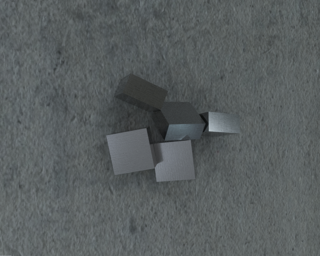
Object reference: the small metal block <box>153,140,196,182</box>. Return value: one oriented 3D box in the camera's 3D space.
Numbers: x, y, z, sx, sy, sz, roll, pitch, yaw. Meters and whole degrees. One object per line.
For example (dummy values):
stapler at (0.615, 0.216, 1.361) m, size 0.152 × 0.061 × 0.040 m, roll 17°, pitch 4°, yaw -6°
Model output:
small metal block at (0.020, 0.041, 0.405) m, size 0.050 × 0.025 × 0.050 m, roll -6°, pitch 93°, yaw 12°

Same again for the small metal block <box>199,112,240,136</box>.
small metal block at (0.071, -0.004, 0.419) m, size 0.050 × 0.050 × 0.025 m, roll 4°, pitch 82°, yaw -27°

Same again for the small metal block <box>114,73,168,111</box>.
small metal block at (-0.025, -0.043, 0.387) m, size 0.050 × 0.050 × 0.025 m, roll 23°, pitch 82°, yaw -19°

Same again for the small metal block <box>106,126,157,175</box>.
small metal block at (-0.034, 0.028, 0.386) m, size 0.050 × 0.025 × 0.050 m, roll -11°, pitch 94°, yaw 7°

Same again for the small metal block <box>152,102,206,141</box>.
small metal block at (0.023, -0.010, 0.401) m, size 0.050 × 0.050 × 0.025 m, roll -2°, pitch 128°, yaw -24°
